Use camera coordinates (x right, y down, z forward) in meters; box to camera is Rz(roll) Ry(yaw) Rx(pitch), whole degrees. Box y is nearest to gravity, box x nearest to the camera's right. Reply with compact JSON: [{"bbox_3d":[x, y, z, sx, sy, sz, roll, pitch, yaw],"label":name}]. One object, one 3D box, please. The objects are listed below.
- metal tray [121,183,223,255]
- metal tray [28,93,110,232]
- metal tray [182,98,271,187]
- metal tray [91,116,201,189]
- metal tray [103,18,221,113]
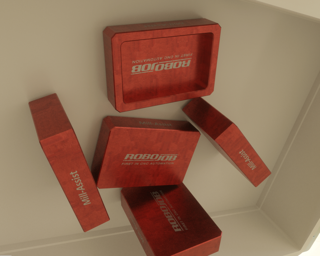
[{"bbox_3d":[0.010,0.121,0.419,0.091,0.130,0.030,-12,124,-23],"label":"metal tray"},{"bbox_3d":[-0.097,0.038,0.335,0.030,0.090,0.129,-23,128,-16],"label":"metal tray"},{"bbox_3d":[0.093,0.019,0.428,0.030,0.090,0.130,-44,130,3],"label":"metal tray"},{"bbox_3d":[-0.018,0.034,0.414,0.131,0.030,0.089,3,117,-30],"label":"metal tray"},{"bbox_3d":[0.004,-0.074,0.361,0.131,0.030,0.089,-13,124,-22],"label":"metal tray"}]
